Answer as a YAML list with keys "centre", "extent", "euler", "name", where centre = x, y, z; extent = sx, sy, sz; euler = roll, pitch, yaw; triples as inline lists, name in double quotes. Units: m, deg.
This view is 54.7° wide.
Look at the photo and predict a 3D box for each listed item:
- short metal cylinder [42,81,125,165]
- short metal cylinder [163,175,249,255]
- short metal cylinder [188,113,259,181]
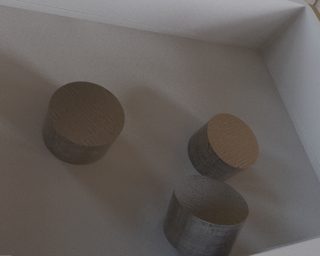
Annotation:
- centre: [-0.086, -0.005, 0.347]
  extent: [0.081, 0.050, 0.080]
  euler: [14, 56, -21]
  name: "short metal cylinder"
- centre: [0.048, 0.095, 0.336]
  extent: [0.081, 0.050, 0.080]
  euler: [12, 25, -6]
  name: "short metal cylinder"
- centre: [0.085, 0.027, 0.421]
  extent: [0.081, 0.050, 0.080]
  euler: [14, 56, -21]
  name: "short metal cylinder"
